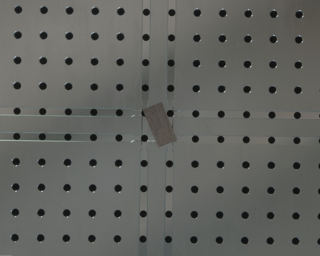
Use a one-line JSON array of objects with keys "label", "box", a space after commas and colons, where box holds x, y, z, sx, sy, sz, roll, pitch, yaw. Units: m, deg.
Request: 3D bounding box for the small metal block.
[{"label": "small metal block", "box": [0.000, -0.004, 0.401, 0.025, 0.050, 0.050, -22, 91, 0]}]
